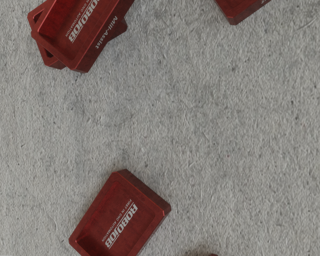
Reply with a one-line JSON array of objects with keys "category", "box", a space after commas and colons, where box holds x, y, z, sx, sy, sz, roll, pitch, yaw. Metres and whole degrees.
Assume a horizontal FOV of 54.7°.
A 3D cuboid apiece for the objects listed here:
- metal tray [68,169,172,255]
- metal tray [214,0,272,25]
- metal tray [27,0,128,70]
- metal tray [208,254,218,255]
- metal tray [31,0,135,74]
[{"category": "metal tray", "box": [-0.057, 0.133, 0.426, 0.090, 0.030, 0.129, 37, 102, 16]}, {"category": "metal tray", "box": [0.116, -0.198, 0.365, 0.130, 0.030, 0.090, -33, 79, 16]}, {"category": "metal tray", "box": [-0.122, -0.154, 0.449, 0.130, 0.030, 0.090, -25, 82, 18]}, {"category": "metal tray", "box": [0.068, 0.237, 0.381, 0.090, 0.030, 0.130, -38, 78, 16]}, {"category": "metal tray", "box": [-0.102, -0.150, 0.409, 0.090, 0.030, 0.130, 40, 102, 15]}]
